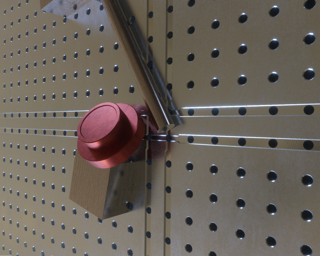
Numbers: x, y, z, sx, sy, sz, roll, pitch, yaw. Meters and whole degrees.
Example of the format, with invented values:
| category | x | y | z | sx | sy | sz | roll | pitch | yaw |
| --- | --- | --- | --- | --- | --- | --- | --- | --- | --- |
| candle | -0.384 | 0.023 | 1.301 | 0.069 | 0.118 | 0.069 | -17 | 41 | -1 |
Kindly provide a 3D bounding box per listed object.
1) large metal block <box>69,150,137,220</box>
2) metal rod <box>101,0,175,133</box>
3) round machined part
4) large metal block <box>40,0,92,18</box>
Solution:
| category | x | y | z | sx | sy | sz | roll | pitch | yaw |
| --- | --- | --- | --- | --- | --- | --- | --- | --- | --- |
| large metal block | -0.087 | 0.079 | 0.465 | 0.080 | 0.050 | 0.079 | 17 | 101 | 38 |
| metal rod | -0.049 | -0.129 | 0.449 | 0.025 | 0.025 | 0.299 | -36 | 68 | 34 |
| round machined part | -0.074 | 0.003 | 0.428 | 0.098 | 0.042 | 0.098 | -16 | 48 | 19 |
| large metal block | -0.162 | -0.248 | 0.527 | 0.080 | 0.050 | 0.080 | -12 | 82 | 39 |
